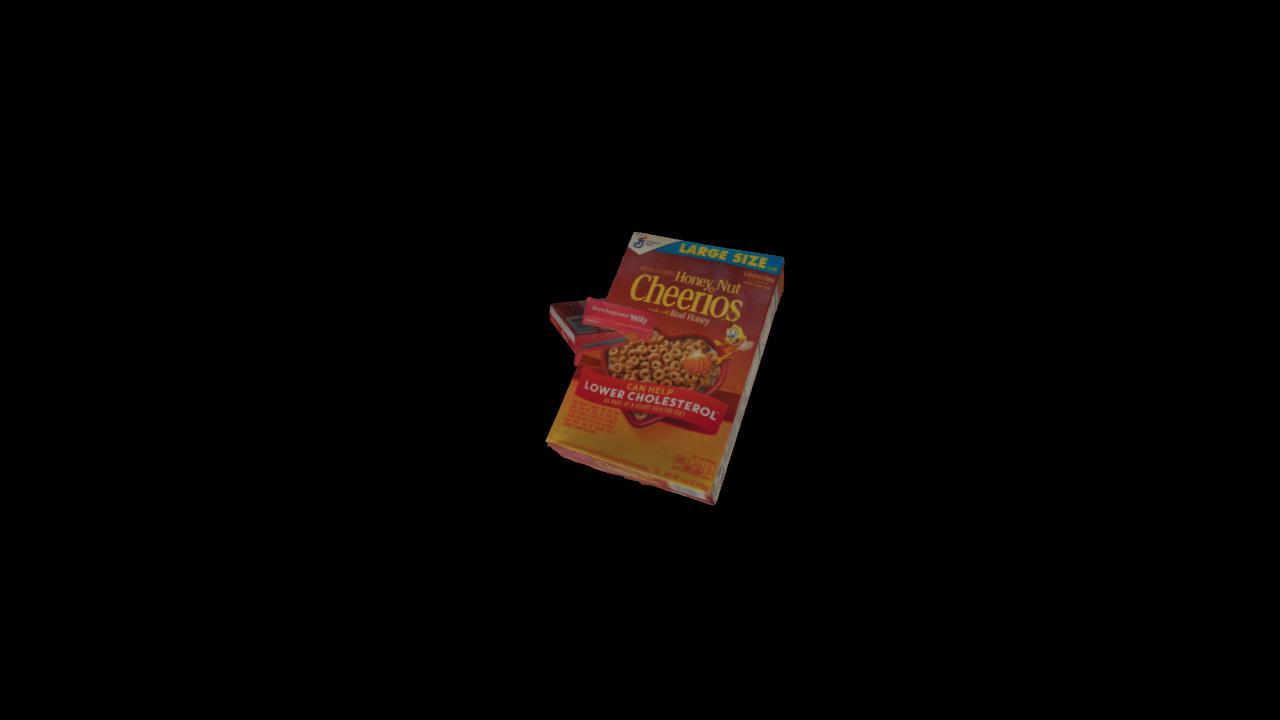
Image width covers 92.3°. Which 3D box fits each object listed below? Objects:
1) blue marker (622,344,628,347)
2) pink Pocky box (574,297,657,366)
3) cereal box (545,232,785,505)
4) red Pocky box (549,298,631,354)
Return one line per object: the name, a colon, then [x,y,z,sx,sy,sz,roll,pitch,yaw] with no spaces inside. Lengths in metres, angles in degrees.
blue marker: [-0.042,0.056,0.732,0.121,0.020,0.020,-25,-1,2]
pink Pocky box: [-0.035,-0.023,0.766,0.084,0.029,0.155,13,-24,-6]
cereal box: [0.039,-0.003,0.749,0.203,0.306,0.081,15,-20,19]
red Pocky box: [-0.024,-0.048,0.753,0.155,0.028,0.083,-9,35,-26]
